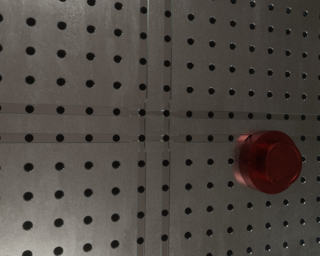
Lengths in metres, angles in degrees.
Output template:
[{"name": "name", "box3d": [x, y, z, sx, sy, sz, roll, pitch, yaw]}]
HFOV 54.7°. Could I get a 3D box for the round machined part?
[{"name": "round machined part", "box3d": [0.174, 0.052, 0.470, 0.099, 0.042, 0.097, 0, 90, -21]}]
